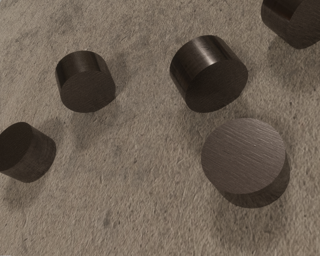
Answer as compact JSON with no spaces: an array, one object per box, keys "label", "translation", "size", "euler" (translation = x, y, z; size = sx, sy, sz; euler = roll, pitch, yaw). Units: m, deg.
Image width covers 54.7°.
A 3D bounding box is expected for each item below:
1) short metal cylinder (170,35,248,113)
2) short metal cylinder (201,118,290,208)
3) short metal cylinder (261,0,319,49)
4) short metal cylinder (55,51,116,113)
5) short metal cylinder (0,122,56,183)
[{"label":"short metal cylinder","translation":[0.058,-0.064,0.377],"size":[0.080,0.080,0.050],"euler":[-31,52,8]},{"label":"short metal cylinder","translation":[0.089,0.036,0.319],"size":[0.080,0.050,0.080],"euler":[-13,56,20]},{"label":"short metal cylinder","translation":[0.169,-0.143,0.367],"size":[0.080,0.080,0.050],"euler":[-33,52,6]},{"label":"short metal cylinder","translation":[-0.113,-0.069,0.468],"size":[0.080,0.080,0.050],"euler":[-32,52,7]},{"label":"short metal cylinder","translation":[-0.208,0.037,0.471],"size":[0.080,0.050,0.080],"euler":[-13,56,20]}]
